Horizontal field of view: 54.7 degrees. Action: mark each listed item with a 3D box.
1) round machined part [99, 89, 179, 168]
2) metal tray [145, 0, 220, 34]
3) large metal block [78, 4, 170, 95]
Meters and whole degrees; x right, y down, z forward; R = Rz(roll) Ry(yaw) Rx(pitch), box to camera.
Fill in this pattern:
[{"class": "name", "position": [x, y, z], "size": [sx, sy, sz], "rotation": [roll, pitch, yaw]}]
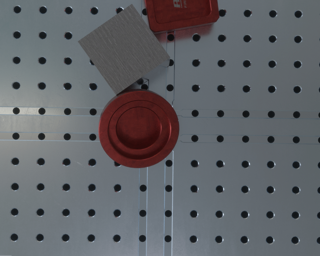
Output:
[{"class": "round machined part", "position": [-0.028, -0.002, 0.395], "size": [0.099, 0.042, 0.097], "rotation": [-3, 105, -10]}, {"class": "metal tray", "position": [0.021, -0.194, 0.397], "size": [0.091, 0.030, 0.129], "rotation": [-10, 102, 0]}, {"class": "large metal block", "position": [-0.044, -0.095, 0.400], "size": [0.080, 0.050, 0.080], "rotation": [-35, 90, 0]}]
